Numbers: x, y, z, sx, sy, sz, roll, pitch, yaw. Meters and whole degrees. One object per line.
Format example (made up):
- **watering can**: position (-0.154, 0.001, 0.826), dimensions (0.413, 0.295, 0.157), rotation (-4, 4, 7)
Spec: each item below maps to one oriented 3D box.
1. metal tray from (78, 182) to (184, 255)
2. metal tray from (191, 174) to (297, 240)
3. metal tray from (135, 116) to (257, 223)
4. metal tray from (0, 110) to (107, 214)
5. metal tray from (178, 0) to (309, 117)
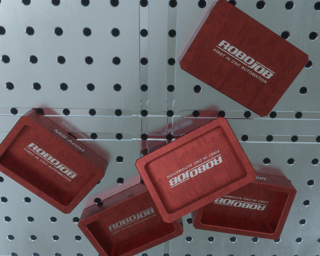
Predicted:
- **metal tray**: position (-0.042, 0.140, 0.461), dimensions (0.130, 0.030, 0.090), rotation (-27, 108, 9)
- **metal tray**: position (0.119, 0.110, 0.451), dimensions (0.131, 0.030, 0.089), rotation (9, 110, -4)
- **metal tray**: position (0.045, 0.053, 0.404), dimensions (0.130, 0.030, 0.090), rotation (-28, 83, 3)
- **metal tray**: position (-0.151, 0.049, 0.427), dimensions (0.130, 0.030, 0.090), rotation (39, 105, -13)
- **metal tray**: position (0.100, -0.083, 0.381), dimensions (0.130, 0.030, 0.090), rotation (29, 107, -10)
